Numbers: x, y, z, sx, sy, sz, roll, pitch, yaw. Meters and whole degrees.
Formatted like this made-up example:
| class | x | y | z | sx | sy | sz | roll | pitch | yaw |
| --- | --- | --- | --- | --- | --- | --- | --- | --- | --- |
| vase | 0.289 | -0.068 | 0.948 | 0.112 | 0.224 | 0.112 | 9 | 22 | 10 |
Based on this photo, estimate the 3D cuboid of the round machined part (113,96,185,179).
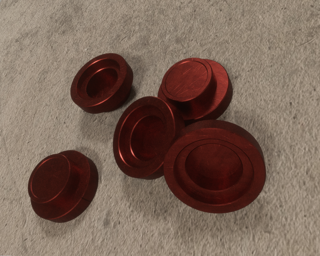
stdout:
| class | x | y | z | sx | sy | sz | roll | pitch | yaw |
| --- | --- | --- | --- | --- | --- | --- | --- | --- | --- |
| round machined part | -0.008 | 0.014 | 0.375 | 0.098 | 0.042 | 0.098 | -14 | 67 | 37 |

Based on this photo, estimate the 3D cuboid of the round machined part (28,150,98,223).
| class | x | y | z | sx | sy | sz | roll | pitch | yaw |
| --- | --- | --- | --- | --- | --- | --- | --- | --- | --- |
| round machined part | -0.136 | 0.074 | 0.417 | 0.098 | 0.042 | 0.098 | -13 | 56 | 20 |

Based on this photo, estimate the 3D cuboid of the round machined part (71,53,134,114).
| class | x | y | z | sx | sy | sz | roll | pitch | yaw |
| --- | --- | --- | --- | --- | --- | --- | --- | --- | --- |
| round machined part | -0.083 | -0.063 | 0.474 | 0.098 | 0.042 | 0.098 | -13 | 56 | 20 |

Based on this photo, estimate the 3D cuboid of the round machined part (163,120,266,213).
| class | x | y | z | sx | sy | sz | roll | pitch | yaw |
| --- | --- | --- | --- | --- | --- | --- | --- | --- | --- |
| round machined part | 0.056 | 0.036 | 0.318 | 0.098 | 0.098 | 0.042 | -15 | 21 | 20 |

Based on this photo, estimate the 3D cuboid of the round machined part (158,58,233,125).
| class | x | y | z | sx | sy | sz | roll | pitch | yaw |
| --- | --- | --- | --- | --- | --- | --- | --- | --- | --- |
| round machined part | 0.041 | -0.052 | 0.403 | 0.098 | 0.042 | 0.098 | -13 | 56 | 20 |
